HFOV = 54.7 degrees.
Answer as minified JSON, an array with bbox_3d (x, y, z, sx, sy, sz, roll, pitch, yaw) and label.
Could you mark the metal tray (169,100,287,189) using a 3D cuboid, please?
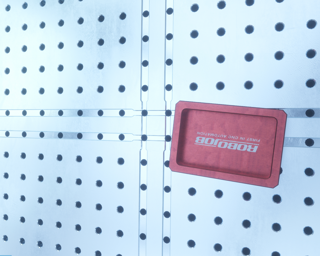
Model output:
[{"bbox_3d":[0.081,0.017,0.380,0.130,0.030,0.089,7,92,19],"label":"metal tray"}]
